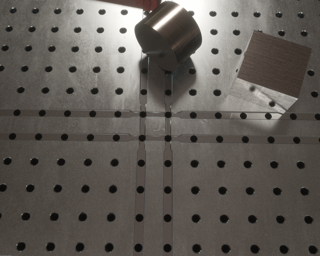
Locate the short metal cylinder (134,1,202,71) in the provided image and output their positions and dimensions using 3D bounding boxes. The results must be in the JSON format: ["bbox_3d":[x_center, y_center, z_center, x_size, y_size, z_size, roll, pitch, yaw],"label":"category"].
[{"bbox_3d":[0.011,-0.126,0.429,0.080,0.080,0.050,41,75,13],"label":"short metal cylinder"}]

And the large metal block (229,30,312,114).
[{"bbox_3d":[0.151,-0.077,0.429,0.080,0.050,0.080,21,71,7],"label":"large metal block"}]
